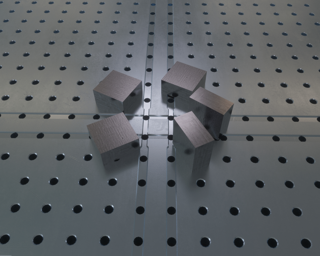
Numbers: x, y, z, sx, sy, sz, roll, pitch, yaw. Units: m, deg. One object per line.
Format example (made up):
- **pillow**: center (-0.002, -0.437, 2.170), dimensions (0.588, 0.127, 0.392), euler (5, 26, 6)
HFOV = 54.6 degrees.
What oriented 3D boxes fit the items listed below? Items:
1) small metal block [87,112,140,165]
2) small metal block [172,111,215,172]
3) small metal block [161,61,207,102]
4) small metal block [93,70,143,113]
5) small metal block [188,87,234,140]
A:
- **small metal block**: center (-0.060, 0.013, 0.397), dimensions (0.050, 0.025, 0.050), euler (-22, 53, -17)
- **small metal block**: center (0.039, 0.017, 0.378), dimensions (0.025, 0.050, 0.050), euler (-22, 53, -17)
- **small metal block**: center (0.036, -0.070, 0.467), dimensions (0.050, 0.025, 0.050), euler (23, 54, 18)
- **small metal block**: center (-0.060, -0.053, 0.452), dimensions (0.050, 0.025, 0.050), euler (23, 54, 18)
- **small metal block**: center (0.065, -0.019, 0.408), dimensions (0.050, 0.050, 0.025), euler (31, 57, 23)
